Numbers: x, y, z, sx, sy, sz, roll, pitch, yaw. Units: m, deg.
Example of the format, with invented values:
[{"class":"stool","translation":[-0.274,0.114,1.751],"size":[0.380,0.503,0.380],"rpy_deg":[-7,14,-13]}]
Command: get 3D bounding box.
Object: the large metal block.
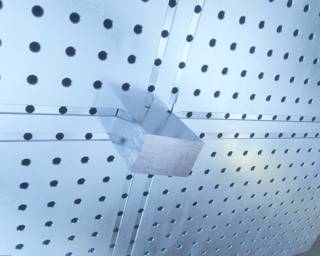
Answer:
[{"class":"large metal block","translation":[-0.007,0.014,0.382],"size":[0.081,0.080,0.050],"rpy_deg":[10,113,-33]}]
